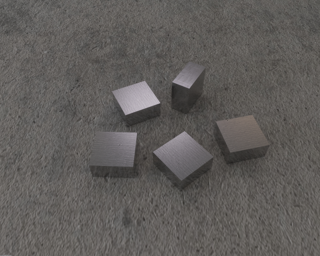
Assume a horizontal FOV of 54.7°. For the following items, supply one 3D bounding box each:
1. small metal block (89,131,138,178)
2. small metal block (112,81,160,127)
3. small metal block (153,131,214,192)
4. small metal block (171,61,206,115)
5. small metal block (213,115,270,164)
[{"bbox_3d":[-0.054,0.032,0.376,0.050,0.025,0.050,2,50,1],"label":"small metal block"},{"bbox_3d":[-0.033,-0.034,0.432,0.050,0.025,0.050,-21,53,-17],"label":"small metal block"},{"bbox_3d":[0.027,0.039,0.371,0.050,0.025,0.050,-32,57,-24],"label":"small metal block"},{"bbox_3d":[0.039,-0.056,0.434,0.025,0.050,0.050,24,54,19],"label":"small metal block"},{"bbox_3d":[0.101,0.014,0.392,0.050,0.025,0.050,-10,51,-9],"label":"small metal block"}]
